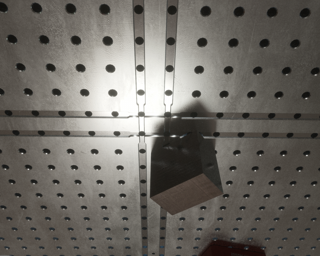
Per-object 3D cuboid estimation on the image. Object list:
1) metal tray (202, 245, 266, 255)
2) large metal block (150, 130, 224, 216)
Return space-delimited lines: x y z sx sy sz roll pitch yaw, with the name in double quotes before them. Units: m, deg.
"metal tray" 0.152 0.295 0.661 0.131 0.030 0.089 15 129 -13
"large metal block" 0.034 0.062 0.429 0.080 0.080 0.050 -29 124 22
